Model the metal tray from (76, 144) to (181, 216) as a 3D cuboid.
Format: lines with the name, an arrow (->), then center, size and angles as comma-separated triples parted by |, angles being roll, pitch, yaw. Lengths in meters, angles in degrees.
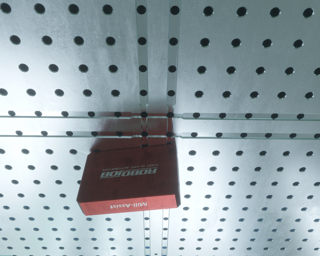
metal tray -> -0.040, 0.069, 0.427 | 0.131, 0.090, 0.030 | -6, 130, 5
